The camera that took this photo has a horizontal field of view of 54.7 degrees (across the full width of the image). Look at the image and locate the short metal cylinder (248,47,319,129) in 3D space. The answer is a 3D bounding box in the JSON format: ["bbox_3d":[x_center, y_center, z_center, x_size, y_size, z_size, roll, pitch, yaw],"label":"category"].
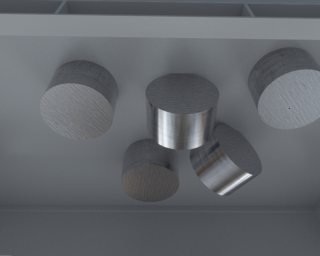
[{"bbox_3d":[0.147,-0.045,0.356,0.081,0.050,0.079,0,130,0],"label":"short metal cylinder"}]

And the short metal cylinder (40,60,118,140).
[{"bbox_3d":[-0.092,-0.032,0.364,0.081,0.050,0.079,0,130,0],"label":"short metal cylinder"}]

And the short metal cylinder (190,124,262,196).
[{"bbox_3d":[0.087,0.042,0.409,0.080,0.080,0.050,29,124,-23],"label":"short metal cylinder"}]

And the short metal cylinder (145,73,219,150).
[{"bbox_3d":[0.024,-0.021,0.355,0.081,0.080,0.050,0,130,0],"label":"short metal cylinder"}]

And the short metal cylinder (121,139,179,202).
[{"bbox_3d":[-0.014,0.062,0.445,0.081,0.050,0.079,0,130,0],"label":"short metal cylinder"}]
